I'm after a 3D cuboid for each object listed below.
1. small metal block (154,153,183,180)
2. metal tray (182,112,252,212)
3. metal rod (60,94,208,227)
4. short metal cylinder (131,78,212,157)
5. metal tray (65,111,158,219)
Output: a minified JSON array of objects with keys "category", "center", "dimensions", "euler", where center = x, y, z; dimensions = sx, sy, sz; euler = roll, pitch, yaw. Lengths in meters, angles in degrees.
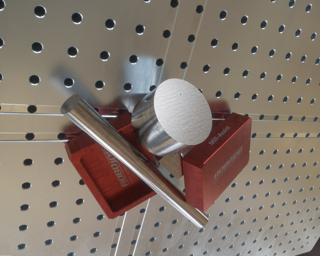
[{"category":"small metal block","center":[0.010,0.035,0.417],"dimensions":[0.025,0.050,0.050],"euler":[-42,130,0]},{"category":"metal tray","center":[0.086,0.046,0.446],"dimensions":[0.131,0.030,0.089],"euler":[-37,134,-36]},{"category":"metal rod","center":[-0.011,0.062,0.400],"dimensions":[0.025,0.025,0.300],"euler":[-42,130,0]},{"category":"short metal cylinder","center":[0.014,-0.011,0.364],"dimensions":[0.081,0.080,0.050],"euler":[8,156,-32]},{"category":"metal tray","center":[-0.053,0.053,0.406],"dimensions":[0.090,0.030,0.129],"euler":[-28,128,-11]}]
